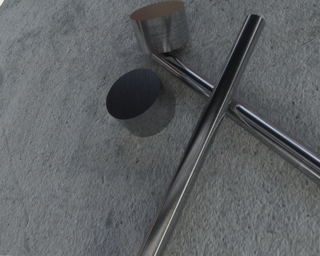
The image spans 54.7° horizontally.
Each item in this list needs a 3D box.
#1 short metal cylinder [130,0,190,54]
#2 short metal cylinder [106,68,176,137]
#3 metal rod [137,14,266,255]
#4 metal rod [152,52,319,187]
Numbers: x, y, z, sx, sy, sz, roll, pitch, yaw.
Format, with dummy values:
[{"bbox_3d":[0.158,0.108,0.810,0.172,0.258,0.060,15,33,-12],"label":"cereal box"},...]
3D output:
[{"bbox_3d":[0.001,-0.151,0.462,0.080,0.050,0.080,-10,35,8],"label":"short metal cylinder"},{"bbox_3d":[-0.025,-0.034,0.422,0.080,0.050,0.080,-13,56,21],"label":"short metal cylinder"},{"bbox_3d":[0.051,0.005,0.349,0.025,0.025,0.299,19,79,35],"label":"metal rod"},{"bbox_3d":[0.081,-0.030,0.379,0.025,0.025,0.300,-44,51,-2],"label":"metal rod"}]
